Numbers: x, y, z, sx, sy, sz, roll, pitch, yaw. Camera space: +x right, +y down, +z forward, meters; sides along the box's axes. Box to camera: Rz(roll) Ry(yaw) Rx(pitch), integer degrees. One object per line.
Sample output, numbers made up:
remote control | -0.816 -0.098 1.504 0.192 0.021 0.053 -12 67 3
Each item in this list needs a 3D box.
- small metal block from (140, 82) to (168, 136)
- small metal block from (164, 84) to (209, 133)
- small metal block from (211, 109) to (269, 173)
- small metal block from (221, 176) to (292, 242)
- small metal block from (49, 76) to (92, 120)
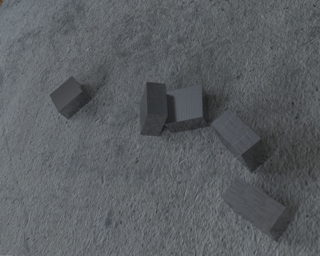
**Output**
small metal block | -0.009 -0.024 0.404 0.025 0.050 0.050 5 57 -12
small metal block | 0.034 -0.025 0.401 0.050 0.025 0.050 -11 57 22
small metal block | 0.086 0.015 0.333 0.025 0.050 0.050 -40 51 1
small metal block | 0.092 0.077 0.292 0.050 0.050 0.025 33 80 38
small metal block | -0.149 -0.051 0.513 0.050 0.025 0.050 -40 51 1
